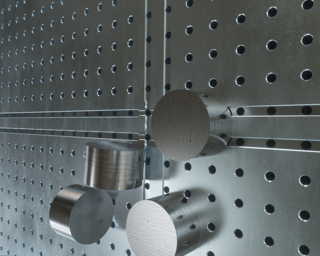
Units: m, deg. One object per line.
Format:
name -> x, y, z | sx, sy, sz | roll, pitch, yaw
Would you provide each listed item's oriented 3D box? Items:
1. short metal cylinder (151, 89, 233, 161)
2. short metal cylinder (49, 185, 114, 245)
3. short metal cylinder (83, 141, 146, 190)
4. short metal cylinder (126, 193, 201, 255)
short metal cylinder -> 0.036, -0.003, 0.362 | 0.080, 0.050, 0.079 | 0, 90, 39
short metal cylinder -> -0.117, 0.128, 0.467 | 0.050, 0.081, 0.079 | 1, 91, 40
short metal cylinder -> -0.062, 0.049, 0.423 | 0.080, 0.081, 0.050 | 9, 96, 39
short metal cylinder -> 0.004, 0.126, 0.388 | 0.080, 0.050, 0.079 | 0, 90, 39
